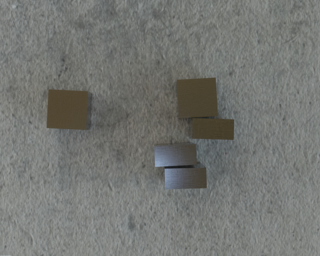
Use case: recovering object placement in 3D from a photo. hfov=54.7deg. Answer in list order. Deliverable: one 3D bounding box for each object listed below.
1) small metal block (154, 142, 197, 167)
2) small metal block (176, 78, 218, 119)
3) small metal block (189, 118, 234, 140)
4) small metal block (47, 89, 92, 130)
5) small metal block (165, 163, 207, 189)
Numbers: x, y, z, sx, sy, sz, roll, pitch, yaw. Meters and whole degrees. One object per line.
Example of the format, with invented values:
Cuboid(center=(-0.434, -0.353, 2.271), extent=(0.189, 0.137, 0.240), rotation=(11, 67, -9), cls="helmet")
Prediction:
Cuboid(center=(0.019, 0.033, 0.398), extent=(0.050, 0.050, 0.025), rotation=(-3, 90, -1), cls="small metal block")
Cuboid(center=(0.048, -0.039, 0.411), extent=(0.050, 0.025, 0.050), rotation=(-3, 90, -1), cls="small metal block")
Cuboid(center=(0.064, 0.001, 0.398), extent=(0.050, 0.050, 0.025), rotation=(2, 90, -1), cls="small metal block")
Cuboid(center=(-0.119, -0.024, 0.408), extent=(0.050, 0.025, 0.050), rotation=(3, 90, -1), cls="small metal block")
Cuboid(center=(0.031, 0.061, 0.398), extent=(0.050, 0.050, 0.025), rotation=(-1, 90, -1), cls="small metal block")
